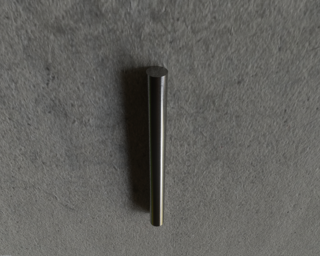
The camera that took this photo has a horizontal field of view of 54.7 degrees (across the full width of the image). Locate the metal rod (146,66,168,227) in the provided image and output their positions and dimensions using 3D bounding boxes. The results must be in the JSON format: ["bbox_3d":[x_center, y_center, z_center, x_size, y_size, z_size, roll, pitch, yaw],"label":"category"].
[{"bbox_3d":[-0.004,0.049,0.448,0.025,0.025,0.298,0,130,-1],"label":"metal rod"}]
